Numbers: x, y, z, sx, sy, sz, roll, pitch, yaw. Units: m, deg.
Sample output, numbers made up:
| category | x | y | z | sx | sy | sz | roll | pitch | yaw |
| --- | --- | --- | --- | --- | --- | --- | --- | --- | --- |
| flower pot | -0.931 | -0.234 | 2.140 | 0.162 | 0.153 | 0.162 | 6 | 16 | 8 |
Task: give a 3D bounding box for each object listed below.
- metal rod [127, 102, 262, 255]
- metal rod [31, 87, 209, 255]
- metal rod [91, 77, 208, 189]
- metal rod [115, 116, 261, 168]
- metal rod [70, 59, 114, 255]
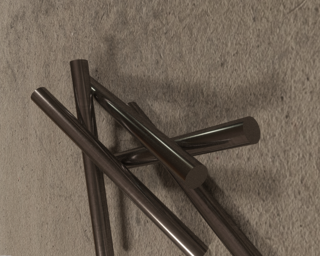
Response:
| category | x | y | z | sx | sy | sz | roll | pitch | yaw |
| --- | --- | --- | --- | --- | --- | --- | --- | --- | --- |
| metal rod | 0.041 | 0.074 | 0.369 | 0.300 | 0.025 | 0.025 | 50 | 119 | 28 |
| metal rod | -0.060 | 0.052 | 0.397 | 0.300 | 0.025 | 0.025 | 42 | 117 | 12 |
| metal rod | -0.044 | -0.016 | 0.389 | 0.300 | 0.025 | 0.025 | 38 | 114 | 50 |
| metal rod | -0.014 | 0.033 | 0.381 | 0.299 | 0.025 | 0.025 | -18 | 79 | 48 |
| metal rod | -0.094 | 0.054 | 0.435 | 0.025 | 0.025 | 0.298 | -9 | 88 | 39 |
